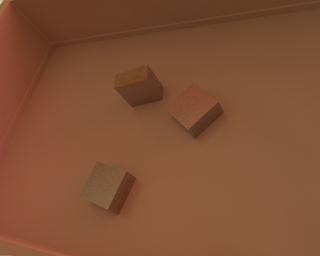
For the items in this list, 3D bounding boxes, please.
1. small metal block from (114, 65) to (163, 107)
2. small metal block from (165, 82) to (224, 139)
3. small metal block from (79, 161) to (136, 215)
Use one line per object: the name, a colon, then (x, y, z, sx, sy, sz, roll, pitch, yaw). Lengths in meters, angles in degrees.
small metal block: (-0.029, -0.058, 0.439, 0.050, 0.050, 0.025, -12, 57, 21)
small metal block: (0.043, -0.023, 0.396, 0.050, 0.025, 0.050, -43, 51, -2)
small metal block: (-0.066, 0.075, 0.393, 0.050, 0.025, 0.050, 13, 68, 33)
